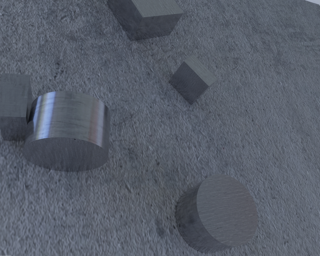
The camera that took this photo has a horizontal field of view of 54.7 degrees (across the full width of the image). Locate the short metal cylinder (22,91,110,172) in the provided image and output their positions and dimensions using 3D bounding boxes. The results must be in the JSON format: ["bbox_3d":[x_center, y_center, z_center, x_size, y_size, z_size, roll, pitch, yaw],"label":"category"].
[{"bbox_3d":[-0.092,0.006,0.315,0.081,0.080,0.050,11,57,-23],"label":"short metal cylinder"}]

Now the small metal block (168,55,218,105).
[{"bbox_3d":[0.048,-0.070,0.456,0.050,0.050,0.025,46,51,4],"label":"small metal block"}]

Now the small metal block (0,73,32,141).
[{"bbox_3d":[-0.148,-0.020,0.319,0.025,0.050,0.050,1,61,-18],"label":"small metal block"}]

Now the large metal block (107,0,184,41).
[{"bbox_3d":[-0.024,-0.190,0.490,0.081,0.050,0.080,-21,73,-36],"label":"large metal block"}]

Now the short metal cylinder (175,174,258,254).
[{"bbox_3d":[0.065,0.100,0.361,0.081,0.050,0.080,14,56,-21],"label":"short metal cylinder"}]
